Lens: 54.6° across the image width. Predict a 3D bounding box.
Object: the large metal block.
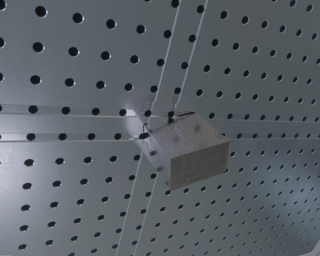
[{"bbox_3d":[0.033,0.027,0.409,0.081,0.080,0.050,-14,124,-20],"label":"large metal block"}]
